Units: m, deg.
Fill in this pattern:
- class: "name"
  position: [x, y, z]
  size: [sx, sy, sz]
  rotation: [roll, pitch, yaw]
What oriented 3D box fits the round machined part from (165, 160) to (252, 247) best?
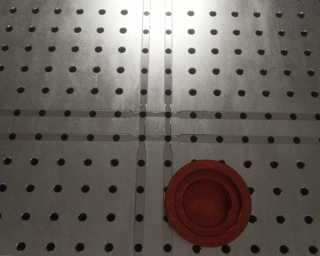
- class: "round machined part"
  position: [0.055, 0.090, 0.370]
  size: [0.099, 0.042, 0.098]
  rotation: [0, 70, -1]
